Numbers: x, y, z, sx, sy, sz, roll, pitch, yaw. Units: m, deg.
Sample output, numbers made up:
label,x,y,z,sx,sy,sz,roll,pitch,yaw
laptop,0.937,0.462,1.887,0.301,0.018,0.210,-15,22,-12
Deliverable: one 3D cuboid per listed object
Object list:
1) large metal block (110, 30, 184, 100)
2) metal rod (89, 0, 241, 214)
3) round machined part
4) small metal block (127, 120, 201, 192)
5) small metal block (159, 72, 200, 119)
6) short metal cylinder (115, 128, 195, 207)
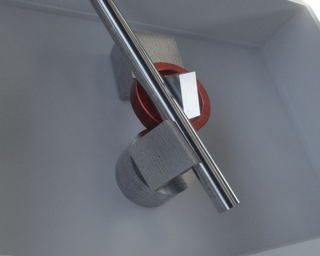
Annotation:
label,x,y,z,sx,sy,sz,roll,pitch,yaw
large metal block,-0.017,-0.085,0.430,0.081,0.050,0.080,0,62,-29
metal rod,-0.006,-0.046,0.340,0.025,0.025,0.299,-21,73,-36
round machined part,0.009,-0.029,0.380,0.099,0.042,0.098,14,56,-21
small metal block,0.004,0.027,0.308,0.050,0.050,0.025,59,19,14
small metal block,0.017,-0.037,0.359,0.025,0.050,0.050,-19,107,-39
short metal cylinder,-0.005,0.046,0.359,0.081,0.050,0.080,14,56,-21
